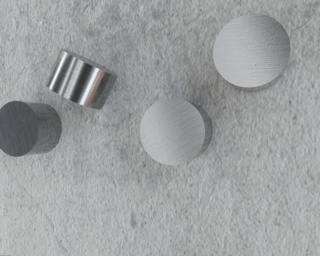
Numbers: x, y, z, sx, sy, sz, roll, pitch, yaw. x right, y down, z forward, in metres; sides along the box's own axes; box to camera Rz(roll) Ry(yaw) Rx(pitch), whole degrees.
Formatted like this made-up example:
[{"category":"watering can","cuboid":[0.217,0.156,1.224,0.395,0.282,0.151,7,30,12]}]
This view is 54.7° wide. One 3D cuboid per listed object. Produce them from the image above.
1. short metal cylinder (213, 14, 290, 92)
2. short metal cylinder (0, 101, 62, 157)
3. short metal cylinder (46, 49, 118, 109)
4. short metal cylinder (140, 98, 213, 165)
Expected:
[{"category":"short metal cylinder","cuboid":[0.106,-0.084,0.358,0.080,0.050,0.079,0,90,19]},{"category":"short metal cylinder","cuboid":[-0.197,0.001,0.463,0.080,0.050,0.079,0,90,19]},{"category":"short metal cylinder","cuboid":[-0.103,-0.065,0.415,0.080,0.080,0.050,30,100,17]},{"category":"short metal cylinder","cuboid":[0.022,0.004,0.387,0.080,0.050,0.079,0,90,19]}]
